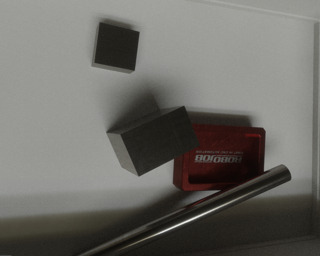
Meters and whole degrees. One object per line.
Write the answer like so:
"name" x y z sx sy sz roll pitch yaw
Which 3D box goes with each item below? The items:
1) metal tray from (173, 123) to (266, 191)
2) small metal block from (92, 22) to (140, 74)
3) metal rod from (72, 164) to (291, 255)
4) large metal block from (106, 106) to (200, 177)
"metal tray" 0.086 0.041 0.441 0.131 0.030 0.089 3 89 -21
"small metal block" -0.056 -0.099 0.390 0.050 0.025 0.050 8 87 -20
"metal rod" 0.036 0.114 0.403 0.302 0.025 0.025 -20 97 -11
"large metal block" -0.011 0.013 0.378 0.081 0.080 0.050 -25 99 -19
